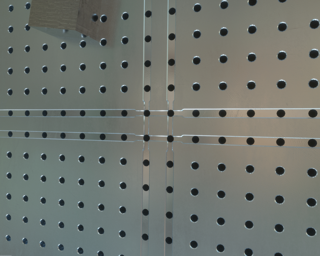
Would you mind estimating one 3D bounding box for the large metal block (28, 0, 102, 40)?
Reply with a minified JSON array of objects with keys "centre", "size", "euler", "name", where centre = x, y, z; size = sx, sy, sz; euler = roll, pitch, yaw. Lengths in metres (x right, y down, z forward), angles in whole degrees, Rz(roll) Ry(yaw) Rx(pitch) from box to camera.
[{"centre":[-0.135,-0.177,0.448],"size":[0.080,0.050,0.080],"euler":[11,94,19],"name":"large metal block"}]
